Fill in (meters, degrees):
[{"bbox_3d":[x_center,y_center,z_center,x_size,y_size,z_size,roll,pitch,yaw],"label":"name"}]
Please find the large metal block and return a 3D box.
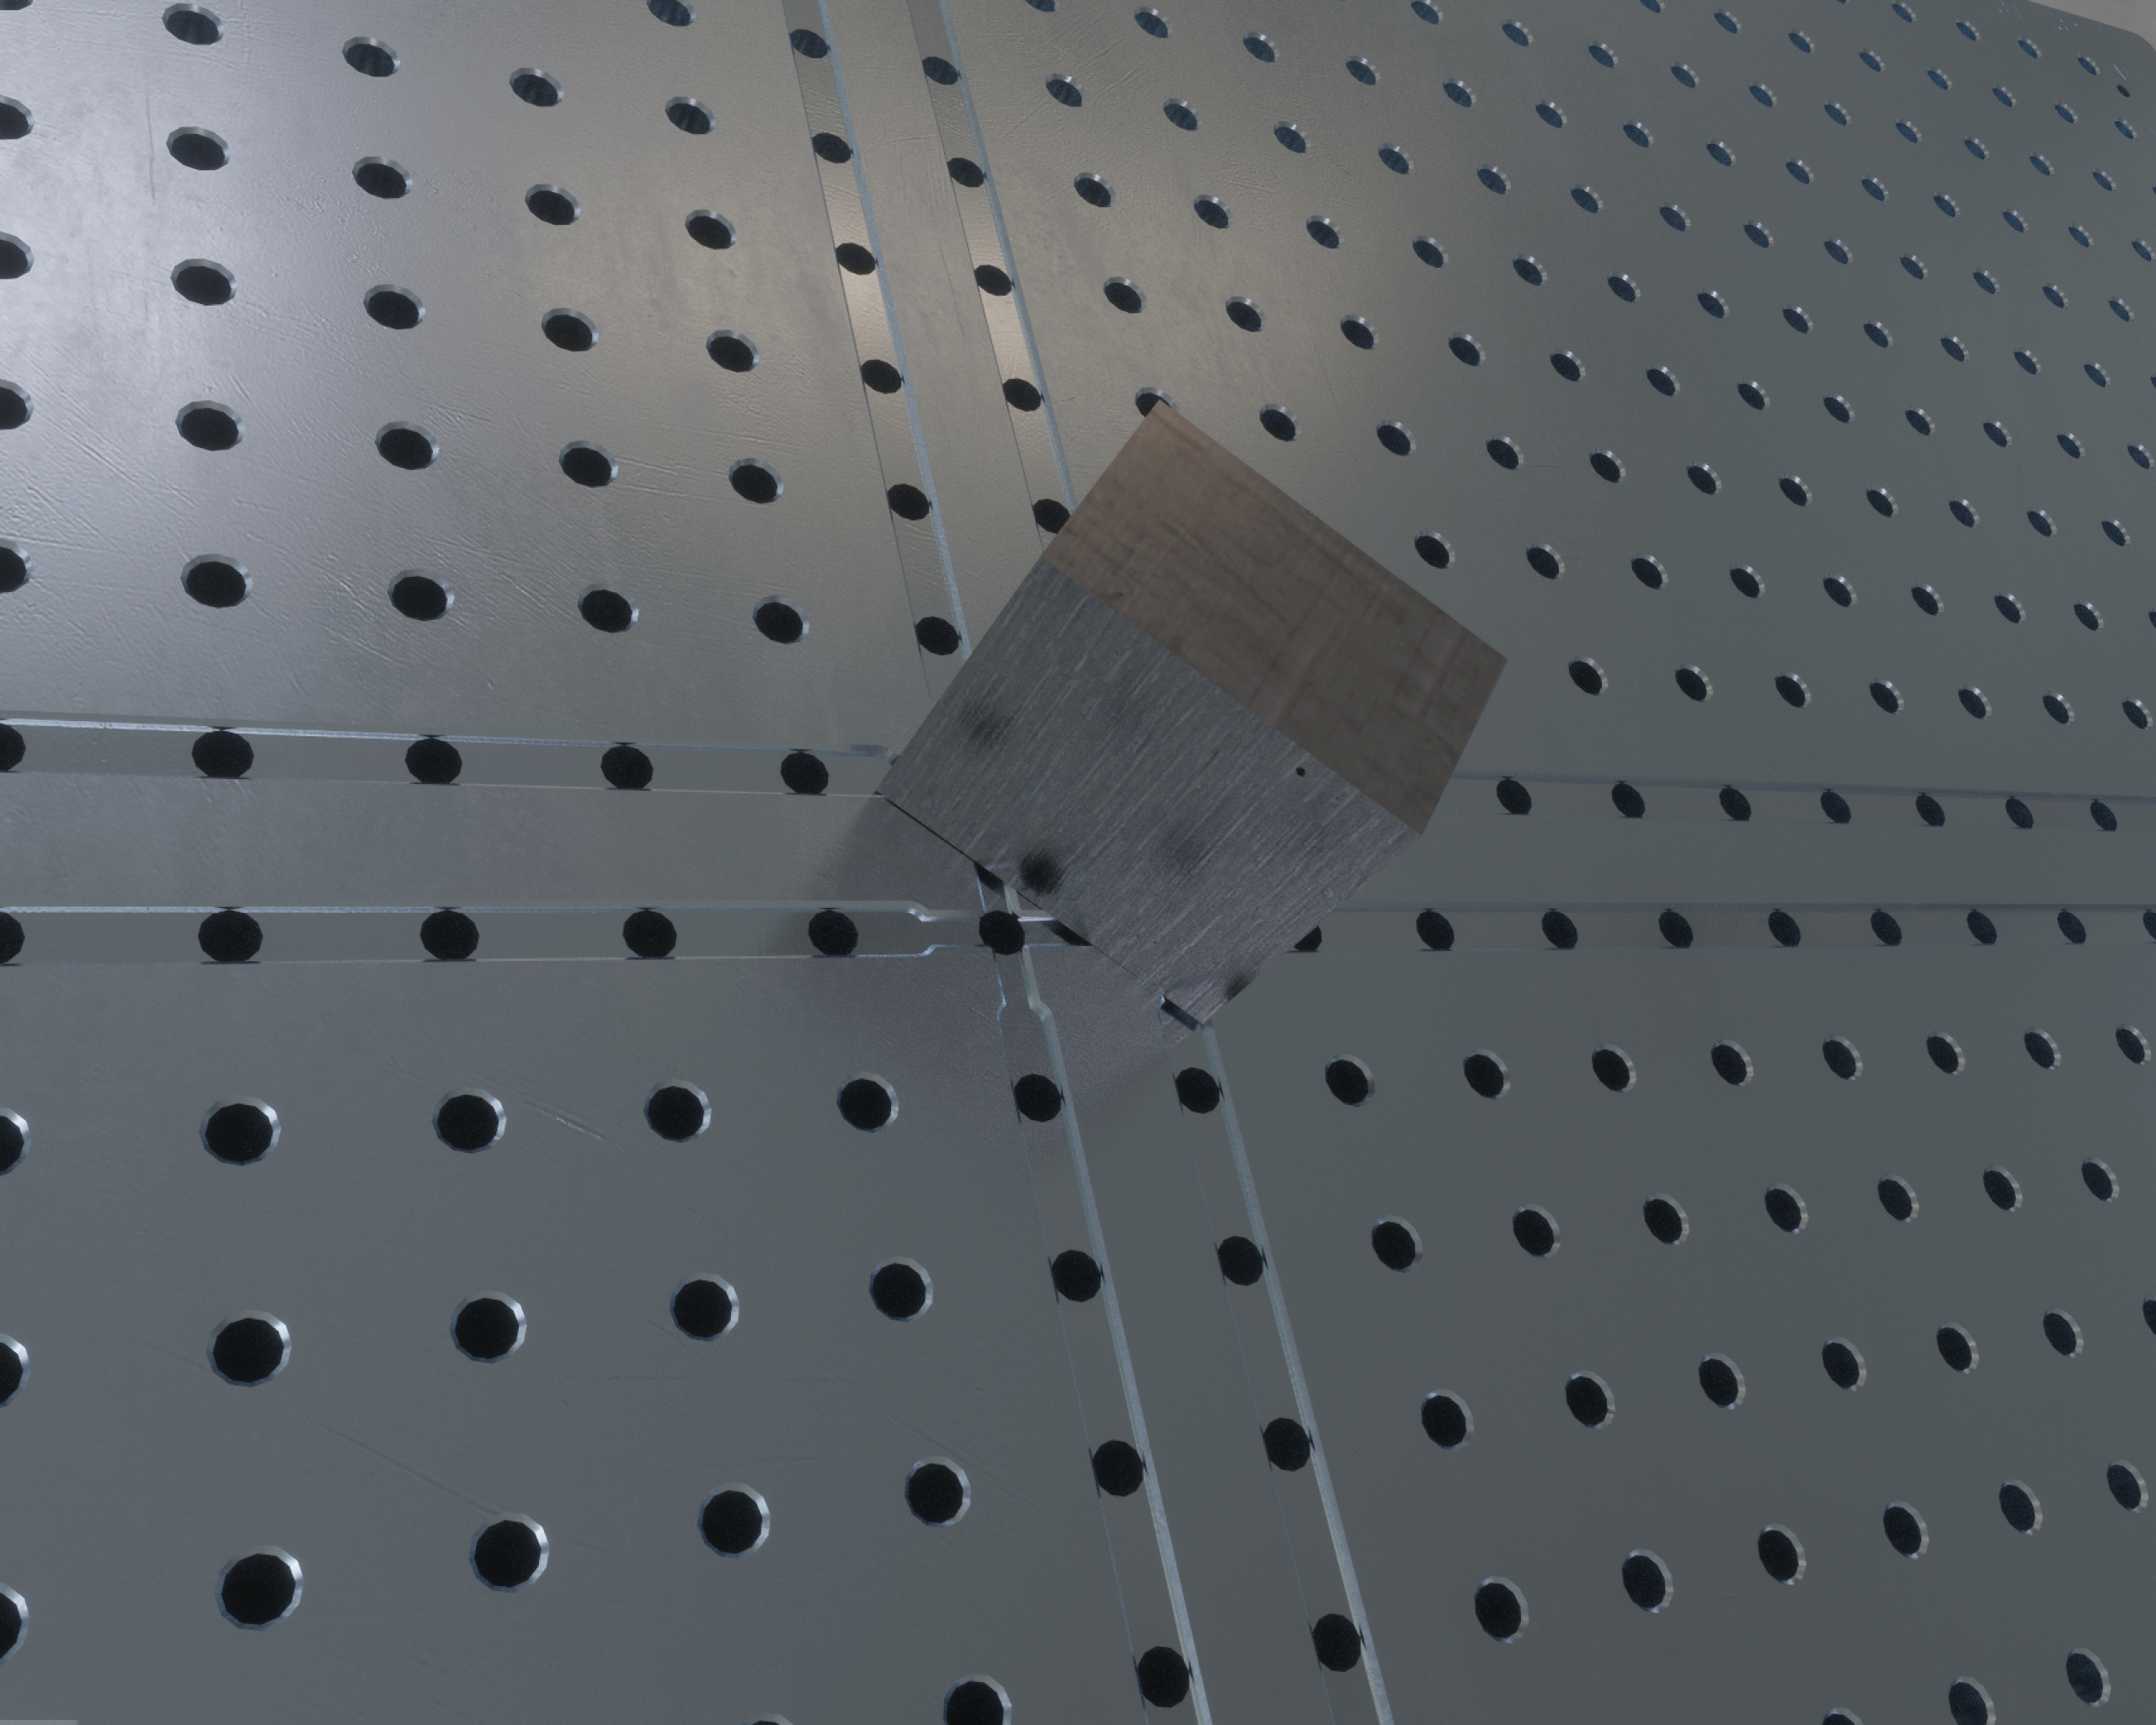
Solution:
[{"bbox_3d":[0.020,-0.026,0.399,0.080,0.080,0.050,36,51,-5],"label":"large metal block"}]
